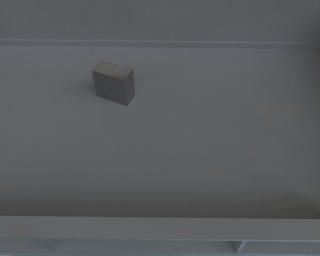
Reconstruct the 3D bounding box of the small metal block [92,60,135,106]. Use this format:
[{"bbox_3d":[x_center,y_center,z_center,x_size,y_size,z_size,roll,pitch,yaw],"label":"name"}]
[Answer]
[{"bbox_3d":[-0.065,-0.064,0.442,0.050,0.050,0.025,19,53,14],"label":"small metal block"}]
